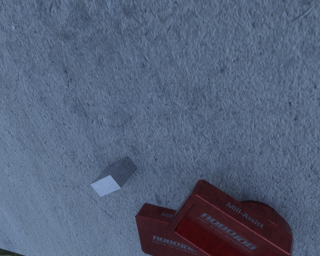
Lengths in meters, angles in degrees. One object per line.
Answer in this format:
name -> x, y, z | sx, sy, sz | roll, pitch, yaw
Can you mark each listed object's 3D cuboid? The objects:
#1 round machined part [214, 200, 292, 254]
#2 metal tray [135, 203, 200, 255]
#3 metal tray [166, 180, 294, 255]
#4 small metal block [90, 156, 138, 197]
round machined part -> 0.125, 0.137, 0.414 | 0.098, 0.042, 0.097 | 13, 124, 21
metal tray -> 0.029, 0.176, 0.497 | 0.130, 0.030, 0.089 | 7, 122, 24
metal tray -> 0.083, 0.132, 0.387 | 0.130, 0.030, 0.089 | 32, 129, 7
small metal block -> -0.070, 0.074, 0.473 | 0.050, 0.050, 0.025 | -29, 102, 37
